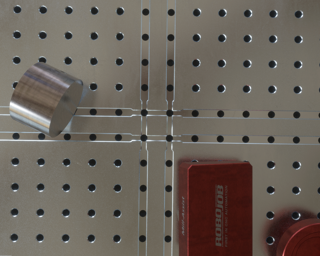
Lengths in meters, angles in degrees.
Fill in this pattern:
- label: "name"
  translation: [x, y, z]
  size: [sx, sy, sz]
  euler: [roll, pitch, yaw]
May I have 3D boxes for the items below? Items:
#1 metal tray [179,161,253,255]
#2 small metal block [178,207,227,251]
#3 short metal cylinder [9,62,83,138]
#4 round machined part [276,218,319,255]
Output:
- label: "metal tray"
  translation: [0.072, 0.109, 0.398]
  size: [0.091, 0.030, 0.129]
  euler: [0, 90, -18]
- label: "small metal block"
  translation: [0.058, 0.129, 0.414]
  size: [0.050, 0.025, 0.050]
  euler: [-30, 90, 0]
- label: "short metal cylinder"
  translation: [-0.138, -0.035, 0.385]
  size: [0.050, 0.080, 0.080]
  euler: [26, 90, 0]
- label: "round machined part"
  translation: [0.202, 0.167, 0.406]
  size: [0.099, 0.042, 0.097]
  euler: [0, 90, 0]
